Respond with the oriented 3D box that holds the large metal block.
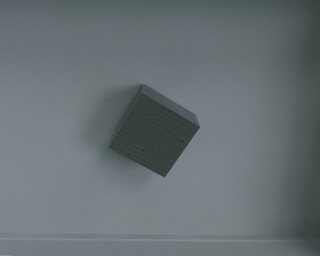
[{"bbox_3d":[-0.008,0.003,0.395,0.080,0.050,0.080,30,107,-11],"label":"large metal block"}]
